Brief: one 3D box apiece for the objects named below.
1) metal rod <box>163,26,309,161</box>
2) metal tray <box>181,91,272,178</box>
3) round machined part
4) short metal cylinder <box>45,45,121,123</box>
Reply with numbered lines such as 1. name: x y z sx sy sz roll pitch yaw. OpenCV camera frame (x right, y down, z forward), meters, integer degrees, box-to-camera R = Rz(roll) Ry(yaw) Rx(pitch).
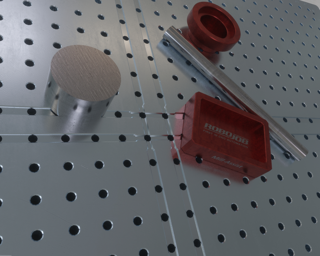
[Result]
1. metal rod: 0.123 -0.057 0.509 0.300 0.025 0.025 43 51 1
2. metal tray: 0.099 0.010 0.452 0.131 0.030 0.090 20 54 -16
3. round machined part: 0.091 -0.174 0.552 0.099 0.042 0.098 14 56 -21
4. short metal cylinder: -0.094 -0.053 0.374 0.081 0.050 0.080 14 56 -21
